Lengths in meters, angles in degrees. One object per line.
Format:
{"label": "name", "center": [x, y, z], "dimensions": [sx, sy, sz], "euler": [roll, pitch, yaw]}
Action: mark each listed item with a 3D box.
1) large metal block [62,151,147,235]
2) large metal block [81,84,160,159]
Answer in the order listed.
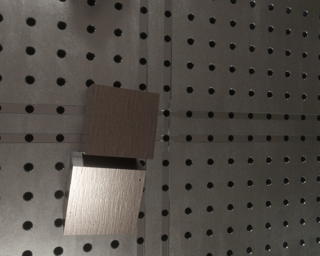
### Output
{"label": "large metal block", "center": [-0.068, 0.076, 0.366], "dimensions": [0.081, 0.050, 0.079], "euler": [7, 102, -20]}
{"label": "large metal block", "center": [-0.050, -0.006, 0.382], "dimensions": [0.081, 0.050, 0.080], "euler": [6, 88, -20]}
